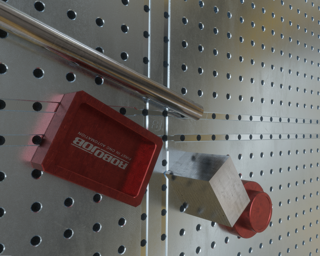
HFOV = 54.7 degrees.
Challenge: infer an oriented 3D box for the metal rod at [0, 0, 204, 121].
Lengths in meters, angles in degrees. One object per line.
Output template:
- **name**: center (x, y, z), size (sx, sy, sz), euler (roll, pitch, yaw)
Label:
- **metal rod**: center (-0.055, -0.067, 0.364), size (0.302, 0.025, 0.025), euler (22, 76, -38)

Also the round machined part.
- **round machined part**: center (0.157, 0.141, 0.533), size (0.099, 0.042, 0.097), euler (0, 90, -40)

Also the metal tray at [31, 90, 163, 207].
- **metal tray**: center (-0.063, 0.027, 0.354), size (0.130, 0.030, 0.090), euler (33, 70, -36)

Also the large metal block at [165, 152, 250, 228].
- **large metal block**: center (0.066, 0.082, 0.432), size (0.050, 0.080, 0.080), euler (-42, 116, -32)
